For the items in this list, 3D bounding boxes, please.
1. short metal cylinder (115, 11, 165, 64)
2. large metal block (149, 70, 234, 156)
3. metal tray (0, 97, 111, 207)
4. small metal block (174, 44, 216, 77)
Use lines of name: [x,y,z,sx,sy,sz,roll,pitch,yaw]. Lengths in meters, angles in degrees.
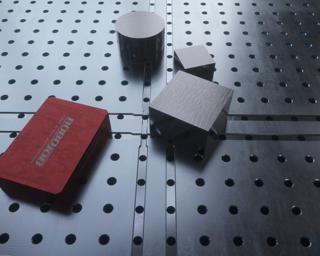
short metal cylinder: [-0.032,-0.152,0.519,0.081,0.050,0.080,0,50,0]
large metal block: [0.041,-0.022,0.410,0.080,0.050,0.080,24,54,19]
metal tray: [-0.128,0.023,0.384,0.090,0.030,0.130,14,51,11]
small metal block: [0.054,-0.105,0.496,0.050,0.025,0.050,-14,51,-11]
